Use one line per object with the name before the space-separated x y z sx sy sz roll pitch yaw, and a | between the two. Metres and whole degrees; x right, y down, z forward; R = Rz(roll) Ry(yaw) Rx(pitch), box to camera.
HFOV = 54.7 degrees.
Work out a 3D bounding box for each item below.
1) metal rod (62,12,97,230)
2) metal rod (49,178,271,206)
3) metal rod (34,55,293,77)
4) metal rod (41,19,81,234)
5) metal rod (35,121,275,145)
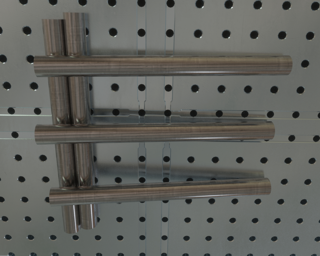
metal rod | -0.104 0.005 0.413 0.025 0.025 0.298 1 110 -1
metal rod | 0.005 0.088 0.430 0.302 0.025 0.025 -1 110 -7
metal rod | 0.009 -0.074 0.371 0.302 0.025 0.025 -1 110 -7
metal rod | -0.129 0.012 0.415 0.025 0.025 0.298 1 110 -1
metal rod | -0.001 0.006 0.399 0.302 0.025 0.025 -1 110 -7
